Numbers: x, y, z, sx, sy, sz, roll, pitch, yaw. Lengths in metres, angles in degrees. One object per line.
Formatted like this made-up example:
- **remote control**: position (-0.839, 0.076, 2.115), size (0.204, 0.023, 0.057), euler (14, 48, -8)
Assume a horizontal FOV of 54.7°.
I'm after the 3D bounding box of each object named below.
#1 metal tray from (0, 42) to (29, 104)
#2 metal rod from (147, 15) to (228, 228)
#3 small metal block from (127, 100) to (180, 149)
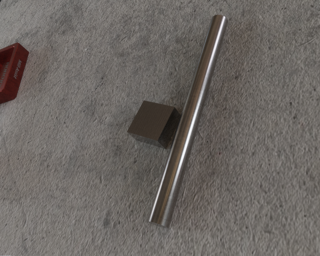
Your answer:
- **metal tray**: position (-0.325, -0.108, 0.633), size (0.090, 0.030, 0.130), euler (-14, 56, 20)
- **metal rod**: position (0.042, -0.025, 0.395), size (0.025, 0.025, 0.300), euler (5, 64, 30)
- **small metal block**: position (-0.007, -0.005, 0.410), size (0.050, 0.025, 0.050), euler (15, 69, 33)
